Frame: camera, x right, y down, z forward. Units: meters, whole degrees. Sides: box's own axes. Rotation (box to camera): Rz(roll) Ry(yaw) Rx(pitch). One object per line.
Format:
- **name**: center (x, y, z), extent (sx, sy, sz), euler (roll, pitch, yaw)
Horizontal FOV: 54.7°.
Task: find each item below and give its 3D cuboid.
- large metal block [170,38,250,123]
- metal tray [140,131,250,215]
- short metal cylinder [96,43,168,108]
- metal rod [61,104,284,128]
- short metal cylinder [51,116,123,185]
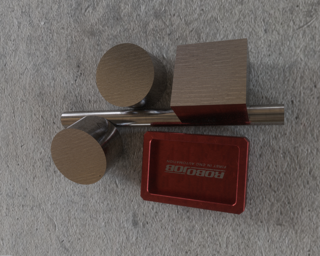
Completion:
- **large metal block**: center (0.062, -0.053, 0.362), extent (0.080, 0.050, 0.080), euler (-1, 69, 20)
- **metal tray**: center (0.043, 0.052, 0.391), extent (0.130, 0.030, 0.089), euler (4, 91, 19)
- **short metal cylinder**: center (-0.036, -0.066, 0.410), extent (0.080, 0.050, 0.080), euler (0, 89, 20)
- **metal rod**: center (0.003, -0.014, 0.410), extent (0.301, 0.025, 0.025), euler (-1, 90, 19)
- **short metal cylinder**: center (-0.097, 0.029, 0.418), extent (0.080, 0.050, 0.079), euler (7, 113, 16)
